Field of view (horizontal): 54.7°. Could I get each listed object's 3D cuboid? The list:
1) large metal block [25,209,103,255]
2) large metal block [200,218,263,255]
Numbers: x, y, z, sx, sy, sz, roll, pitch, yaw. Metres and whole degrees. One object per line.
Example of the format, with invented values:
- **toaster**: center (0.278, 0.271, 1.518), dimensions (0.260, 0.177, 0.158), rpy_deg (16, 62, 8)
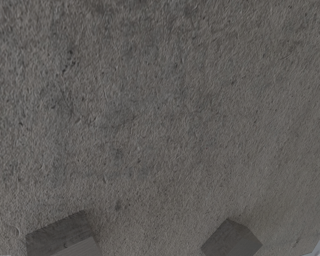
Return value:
- **large metal block**: center (-0.127, 0.173, 0.428), dimensions (0.081, 0.050, 0.080), rpy_deg (-22, 127, -15)
- **large metal block**: center (0.142, 0.235, 0.614), dimensions (0.080, 0.050, 0.080), rpy_deg (31, 101, -38)
